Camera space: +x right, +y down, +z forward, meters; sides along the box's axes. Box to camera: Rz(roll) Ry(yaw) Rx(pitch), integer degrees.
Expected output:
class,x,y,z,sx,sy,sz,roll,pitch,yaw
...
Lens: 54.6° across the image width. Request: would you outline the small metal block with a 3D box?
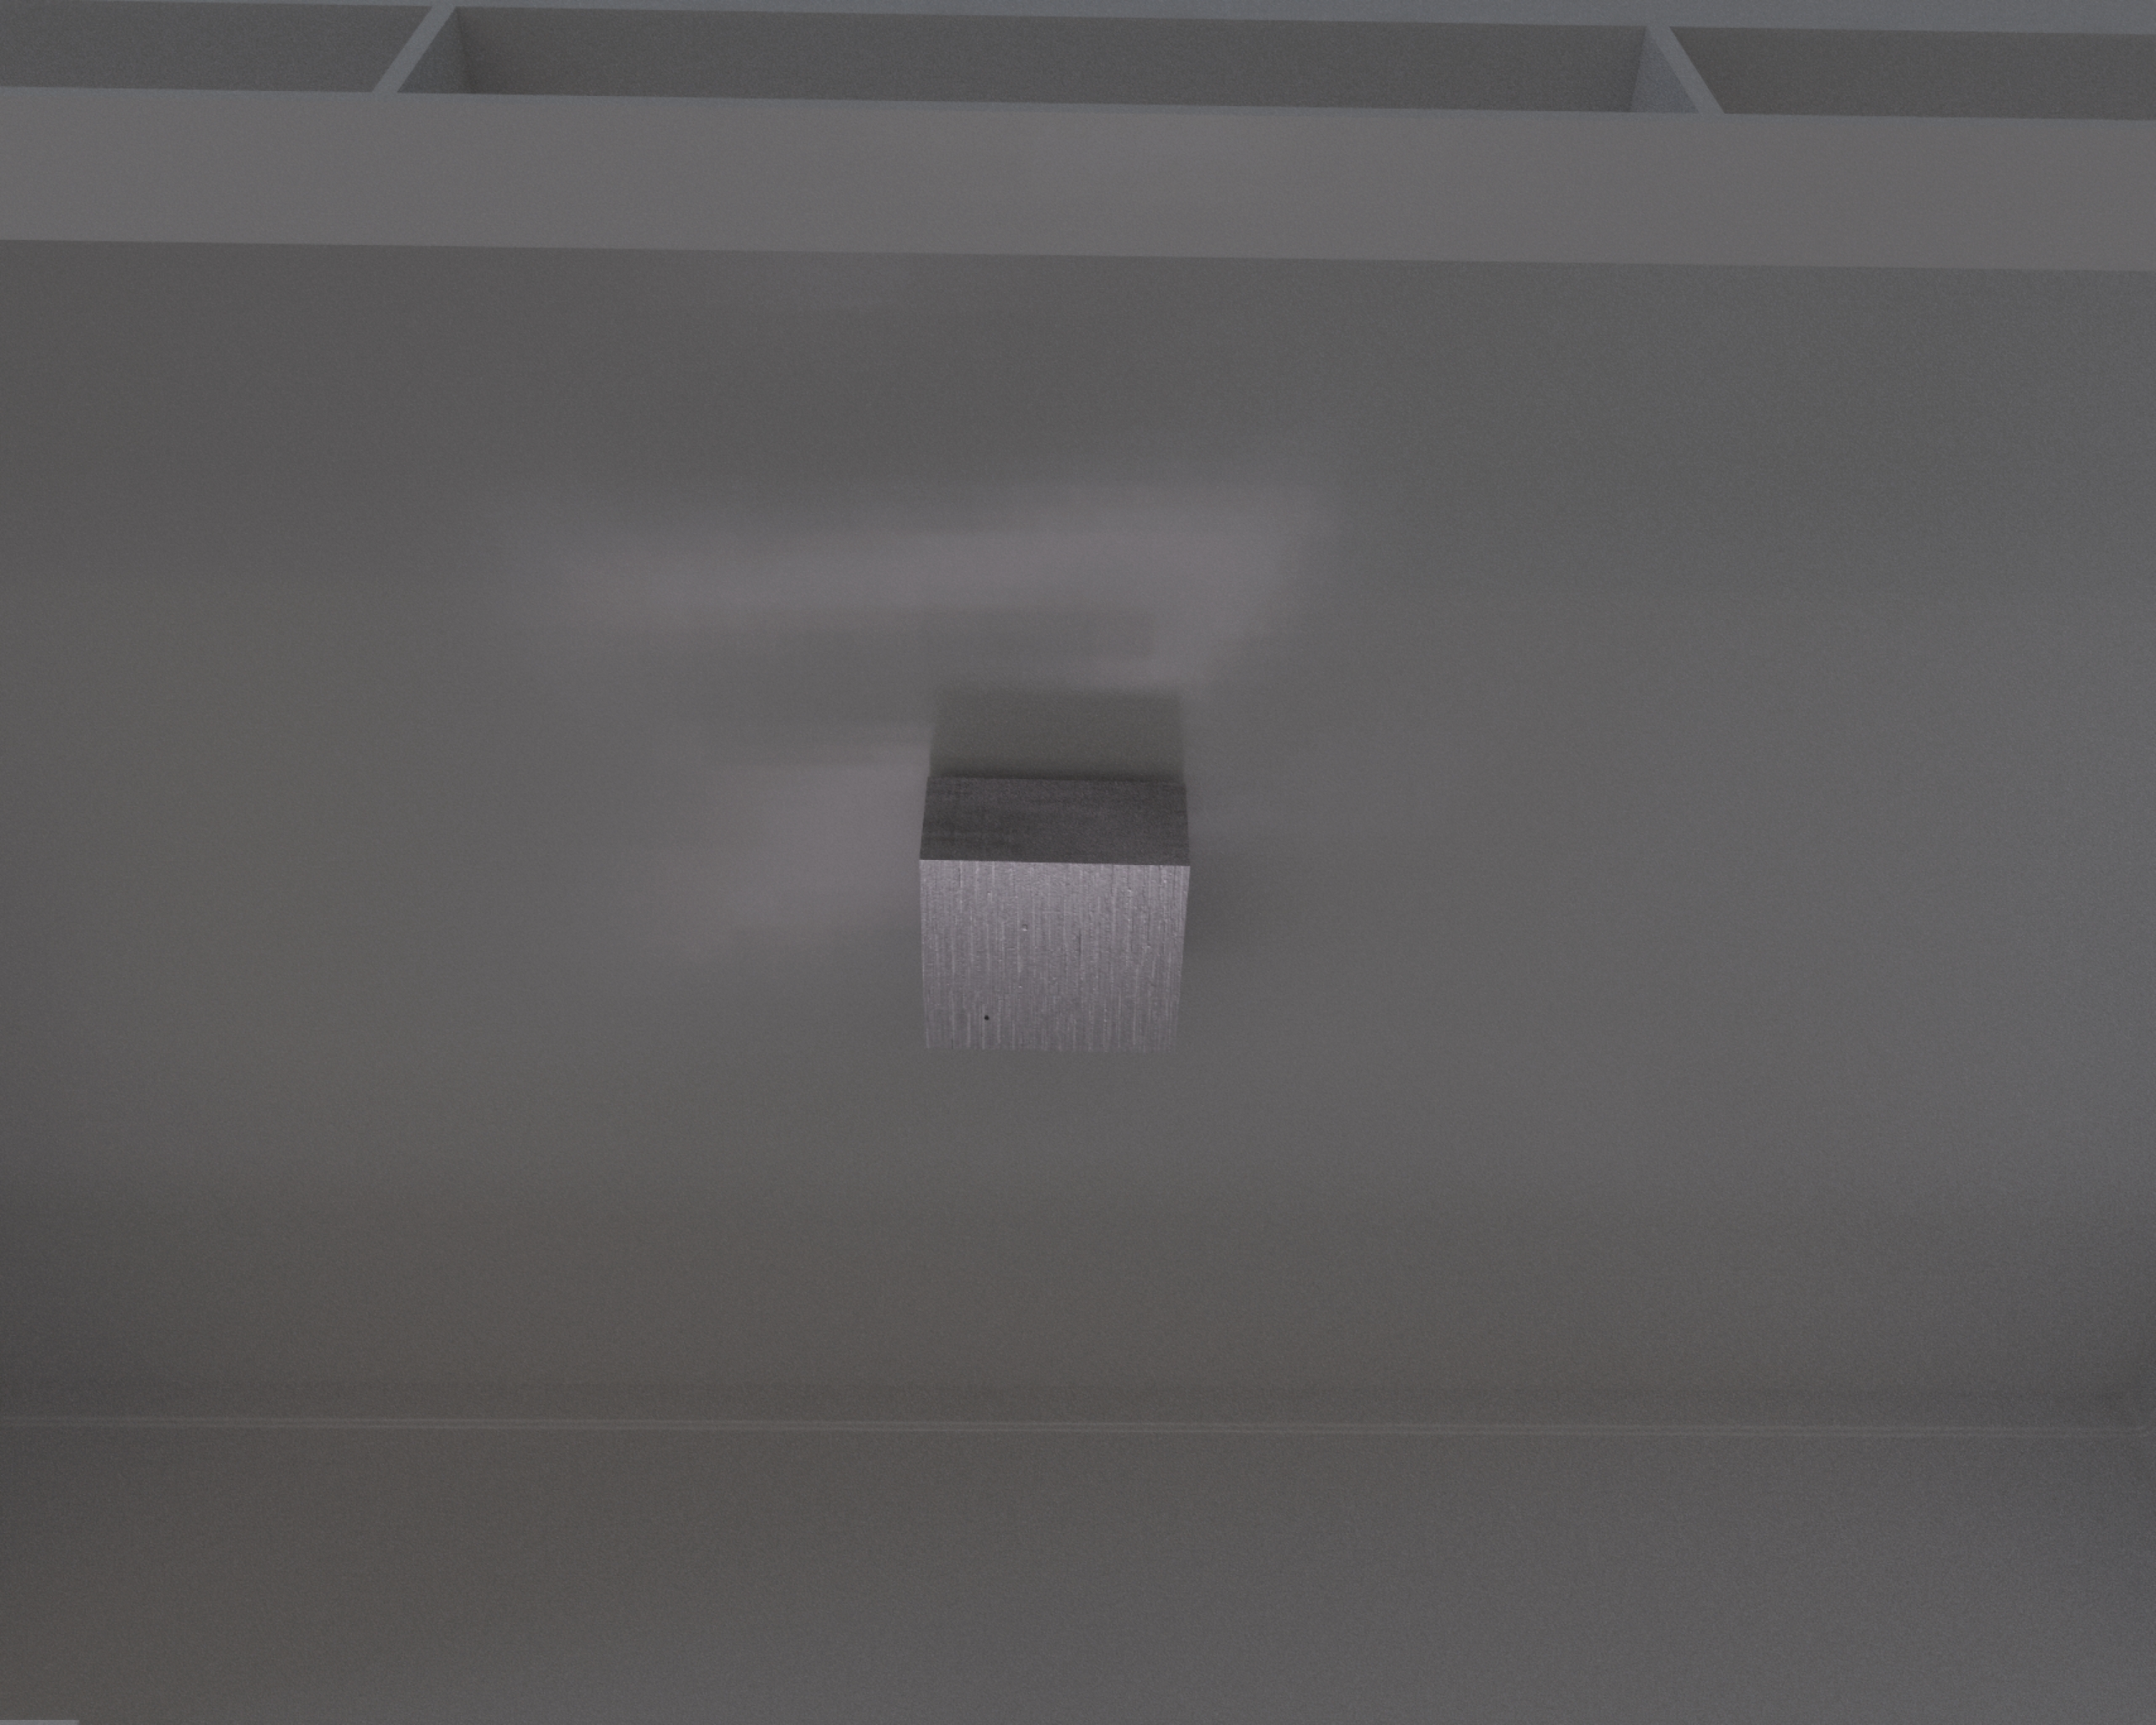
class,x,y,z,sx,sy,sz,roll,pitch,yaw
small metal block,-0.005,0.011,0.413,0.050,0.025,0.050,1,130,-1
